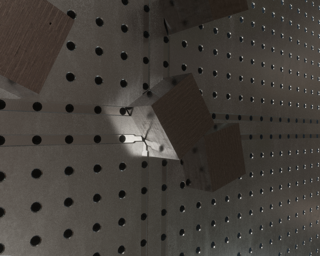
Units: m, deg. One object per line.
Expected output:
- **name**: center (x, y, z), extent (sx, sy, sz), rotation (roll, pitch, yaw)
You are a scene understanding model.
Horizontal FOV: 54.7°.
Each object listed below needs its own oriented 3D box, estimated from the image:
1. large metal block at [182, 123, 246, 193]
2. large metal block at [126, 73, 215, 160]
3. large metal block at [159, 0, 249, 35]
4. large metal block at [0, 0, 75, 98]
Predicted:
- **large metal block**: center (0.079, 0.040, 0.461), extent (0.081, 0.050, 0.079), rotation (-17, 101, -39)
- **large metal block**: center (0.016, -0.016, 0.409), extent (0.080, 0.050, 0.080), rotation (-42, 116, -32)
- **large metal block**: center (0.060, -0.170, 0.426), extent (0.081, 0.080, 0.050), rotation (-29, 109, -36)
- **large metal block**: center (-0.138, -0.082, 0.278), extent (0.080, 0.050, 0.080), rotation (31, 71, -36)
